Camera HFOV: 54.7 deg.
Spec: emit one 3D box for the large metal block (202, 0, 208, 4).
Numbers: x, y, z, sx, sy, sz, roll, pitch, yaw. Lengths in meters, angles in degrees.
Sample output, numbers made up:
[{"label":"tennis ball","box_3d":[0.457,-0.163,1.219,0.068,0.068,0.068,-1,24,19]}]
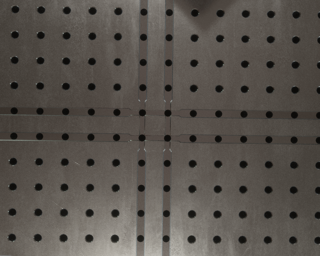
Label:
[{"label":"large metal block","box_3d":[0.062,-0.227,0.402,0.080,0.050,0.080,44,90,-1]}]
